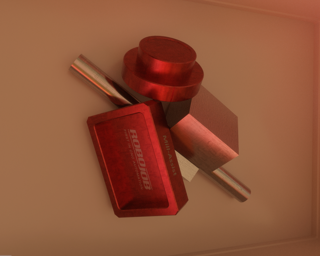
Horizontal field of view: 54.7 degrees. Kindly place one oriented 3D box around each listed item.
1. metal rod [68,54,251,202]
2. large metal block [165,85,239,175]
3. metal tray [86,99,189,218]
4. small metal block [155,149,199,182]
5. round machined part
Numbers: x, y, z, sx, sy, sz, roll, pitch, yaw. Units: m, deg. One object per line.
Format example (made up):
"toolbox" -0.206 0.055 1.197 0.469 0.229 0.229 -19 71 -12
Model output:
"metal rod" 0.011 0.010 0.414 0.301 0.025 0.025 38 78 -16
"large metal block" 0.053 -0.002 0.396 0.080 0.050 0.080 39 35 -16
"metal tray" -0.027 0.038 0.367 0.030 0.090 0.129 -26 102 -60
"small metal block" 0.017 0.042 0.403 0.050 0.050 0.025 40 77 -16
"round machined part" 0.006 -0.077 0.371 0.099 0.098 0.042 -2 131 -20
